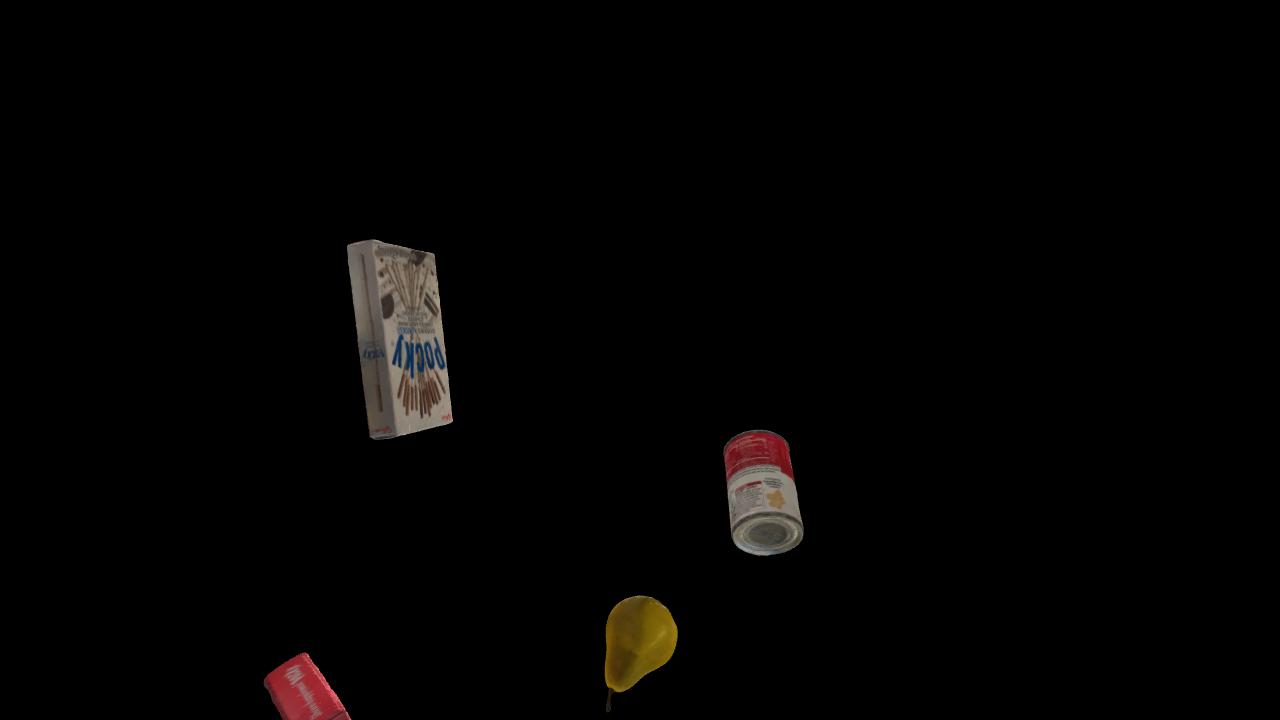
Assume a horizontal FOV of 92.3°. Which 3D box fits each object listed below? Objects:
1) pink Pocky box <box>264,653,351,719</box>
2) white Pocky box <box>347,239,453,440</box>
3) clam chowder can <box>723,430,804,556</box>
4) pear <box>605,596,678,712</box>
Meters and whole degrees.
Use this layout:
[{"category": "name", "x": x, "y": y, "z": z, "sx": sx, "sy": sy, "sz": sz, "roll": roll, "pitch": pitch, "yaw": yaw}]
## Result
[{"category": "pink Pocky box", "x": -0.183, "y": 0.267, "z": 0.384, "sx": 0.029, "sy": 0.155, "sz": 0.084, "roll": -27, "pitch": 20, "yaw": -38}, {"category": "white Pocky box", "x": -0.196, "y": -0.017, "z": 0.510, "sx": 0.028, "sy": 0.154, "sz": 0.084, "roll": -6, "pitch": 0, "yaw": 15}, {"category": "clam chowder can", "x": 0.118, "y": 0.128, "z": 0.597, "sx": 0.068, "sy": 0.068, "sz": 0.102, "roll": 0, "pitch": 41, "yaw": 3}, {"category": "pear", "x": -0.012, "y": 0.303, "z": 0.641, "sx": 0.080, "sy": 0.080, "sz": 0.111, "roll": 0, "pitch": 30, "yaw": 42}]
